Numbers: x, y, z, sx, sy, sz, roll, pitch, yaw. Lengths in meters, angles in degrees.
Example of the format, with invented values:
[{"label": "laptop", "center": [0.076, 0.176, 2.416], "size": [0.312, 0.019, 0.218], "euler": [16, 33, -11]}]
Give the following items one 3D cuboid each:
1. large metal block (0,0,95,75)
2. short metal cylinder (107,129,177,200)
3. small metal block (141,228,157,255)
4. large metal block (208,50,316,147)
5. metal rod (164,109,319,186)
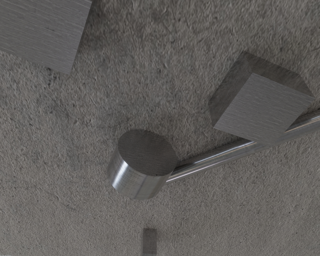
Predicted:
[{"label": "large metal block", "center": [-0.111, -0.109, 0.297], "size": [0.080, 0.050, 0.079], "euler": [19, 128, -16]}, {"label": "short metal cylinder", "center": [-0.024, 0.048, 0.411], "size": [0.081, 0.080, 0.050], "euler": [17, 128, -14]}, {"label": "small metal block", "center": [-0.022, 0.225, 0.582], "size": [0.025, 0.050, 0.050], "euler": [6, 130, -5]}, {"label": "large metal block", "center": [0.114, -0.032, 0.365], "size": [0.081, 0.050, 0.079], "euler": [18, 128, -15]}, {"label": "metal rod", "center": [0.106, 0.032, 0.435], "size": [0.300, 0.025, 0.025], "euler": [-23, 127, 18]}]
